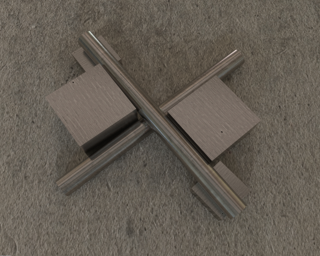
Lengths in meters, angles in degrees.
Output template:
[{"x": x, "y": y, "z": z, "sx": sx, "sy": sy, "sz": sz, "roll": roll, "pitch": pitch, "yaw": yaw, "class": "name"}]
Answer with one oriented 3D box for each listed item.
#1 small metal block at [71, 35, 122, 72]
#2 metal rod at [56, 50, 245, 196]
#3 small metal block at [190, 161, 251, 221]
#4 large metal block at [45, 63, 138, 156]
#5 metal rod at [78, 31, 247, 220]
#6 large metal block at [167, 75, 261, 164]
[{"x": -0.089, "y": -0.097, "z": 0.445, "sx": 0.050, "sy": 0.025, "sz": 0.050, "roll": -36, "pitch": 74, "yaw": -12, "class": "small metal block"}, {"x": -0.004, "y": -0.014, "z": 0.415, "sx": 0.301, "sy": 0.025, "sz": 0.025, "roll": -37, "pitch": 74, "yaw": -13, "class": "metal rod"}, {"x": 0.073, "y": 0.078, "z": 0.382, "sx": 0.050, "sy": 0.025, "sz": 0.050, "roll": -41, "pitch": 75, "yaw": -14, "class": "small metal block"}, {"x": -0.085, "y": -0.022, "z": 0.402, "sx": 0.080, "sy": 0.050, "sz": 0.080, "roll": -35, "pitch": 74, "yaw": -12, "class": "large metal block"}, {"x": -0.007, "y": -0.014, "z": 0.387, "sx": 0.025, "sy": 0.025, "sz": 0.300, "roll": -38, "pitch": 75, "yaw": -13, "class": "metal rod"}, {"x": 0.066, "y": -0.006, "z": 0.399, "sx": 0.080, "sy": 0.050, "sz": 0.080, "roll": -37, "pitch": 74, "yaw": -13, "class": "large metal block"}]
